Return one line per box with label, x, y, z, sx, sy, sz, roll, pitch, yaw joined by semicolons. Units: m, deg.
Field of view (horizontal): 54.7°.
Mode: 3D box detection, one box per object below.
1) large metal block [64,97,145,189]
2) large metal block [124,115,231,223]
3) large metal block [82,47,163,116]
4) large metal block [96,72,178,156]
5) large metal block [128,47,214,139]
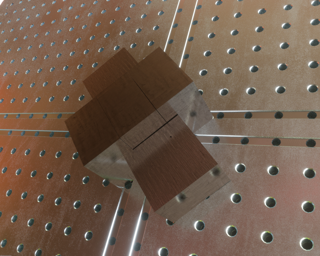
large metal block;-0.065;0.020;0.394;0.050;0.080;0.080;-38;51;3
large metal block;0.018;0.046;0.353;0.080;0.050;0.080;-38;51;3
large metal block;-0.054;-0.058;0.451;0.080;0.050;0.080;-39;51;2
large metal block;-0.026;-0.011;0.392;0.050;0.080;0.080;-38;51;3
large metal block;0.014;-0.042;0.390;0.050;0.080;0.080;-38;51;3
